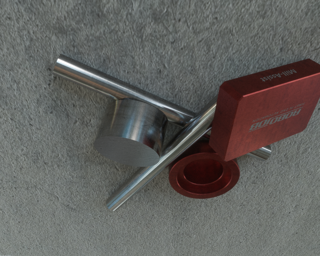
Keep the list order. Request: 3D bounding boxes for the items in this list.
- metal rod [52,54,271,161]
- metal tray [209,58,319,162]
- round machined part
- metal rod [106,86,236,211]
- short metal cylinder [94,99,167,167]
[{"bbox_3d":[0.017,-0.018,0.394,0.302,0.025,0.025,22,127,-18],"label":"metal rod"},{"bbox_3d":[0.123,-0.021,0.352,0.131,0.030,0.089,-17,134,-23],"label":"metal tray"},{"bbox_3d":[0.061,0.055,0.445,0.099,0.042,0.097,0,130,0],"label":"round machined part"},{"bbox_3d":[0.003,0.042,0.422,0.025,0.025,0.298,26,132,-21],"label":"metal rod"},{"bbox_3d":[-0.035,0.008,0.382,0.080,0.050,0.080,10,151,6],"label":"short metal cylinder"}]
